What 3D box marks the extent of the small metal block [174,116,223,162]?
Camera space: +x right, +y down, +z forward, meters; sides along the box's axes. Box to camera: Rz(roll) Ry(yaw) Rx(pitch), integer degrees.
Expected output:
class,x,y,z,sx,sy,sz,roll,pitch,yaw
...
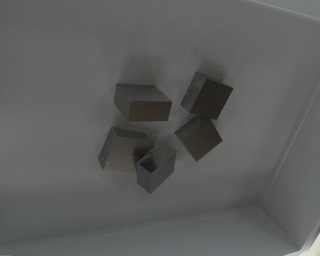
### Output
class,x,y,z,sx,sy,sz,roll,pitch,yaw
small metal block,0.056,0.013,0.450,0.050,0.025,0.050,-38,130,-3

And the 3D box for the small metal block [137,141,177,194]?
class,x,y,z,sx,sy,sz,roll,pitch,yaw
small metal block,-0.005,0.054,0.422,0.050,0.025,0.050,-39,150,-32

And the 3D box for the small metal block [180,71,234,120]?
class,x,y,z,sx,sy,sz,roll,pitch,yaw
small metal block,0.063,-0.043,0.419,0.050,0.025,0.050,13,112,-34

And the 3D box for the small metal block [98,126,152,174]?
class,x,y,z,sx,sy,sz,roll,pitch,yaw
small metal block,-0.046,0.030,0.404,0.050,0.025,0.050,13,112,-34

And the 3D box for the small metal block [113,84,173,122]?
class,x,y,z,sx,sy,sz,roll,pitch,yaw
small metal block,-0.021,-0.030,0.364,0.050,0.050,0.025,-2,119,-28
